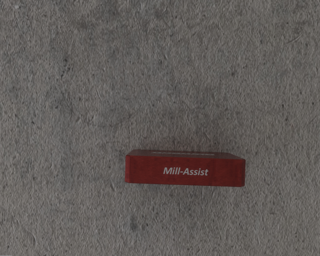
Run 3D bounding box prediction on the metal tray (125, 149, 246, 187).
[{"bbox_3d":[0.028,0.046,0.377,0.131,0.090,0.030,2,90,0],"label":"metal tray"}]
